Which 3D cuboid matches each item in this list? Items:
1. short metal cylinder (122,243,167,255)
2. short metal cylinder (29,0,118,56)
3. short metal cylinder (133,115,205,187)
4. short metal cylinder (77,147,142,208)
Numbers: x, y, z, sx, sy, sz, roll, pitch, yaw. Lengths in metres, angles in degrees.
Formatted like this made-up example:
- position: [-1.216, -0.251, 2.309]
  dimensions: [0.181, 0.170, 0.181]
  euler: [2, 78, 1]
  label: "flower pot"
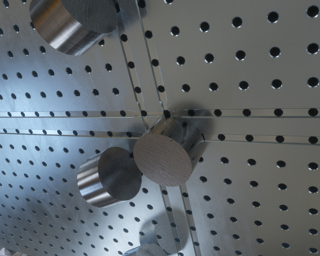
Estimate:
- position: [-0.028, 0.249, 0.545]
  dimensions: [0.080, 0.080, 0.050]
  euler: [48, 129, -6]
  label: "short metal cylinder"
- position: [-0.095, -0.129, 0.346]
  dimensions: [0.050, 0.080, 0.080]
  euler: [-25, 105, 37]
  label: "short metal cylinder"
- position: [0.012, 0.030, 0.407]
  dimensions: [0.080, 0.050, 0.079]
  euler: [13, 124, 20]
  label: "short metal cylinder"
- position: [-0.074, 0.073, 0.460]
  dimensions: [0.050, 0.080, 0.080]
  euler: [-27, 104, 37]
  label: "short metal cylinder"
